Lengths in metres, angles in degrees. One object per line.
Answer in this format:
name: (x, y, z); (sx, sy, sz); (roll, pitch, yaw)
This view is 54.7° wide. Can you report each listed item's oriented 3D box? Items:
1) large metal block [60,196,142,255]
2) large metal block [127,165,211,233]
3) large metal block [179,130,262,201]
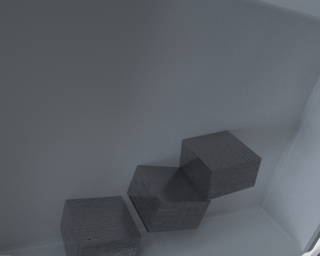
large metal block: (-0.082, 0.139, 0.414); (0.081, 0.080, 0.050); (3, 117, -30)
large metal block: (0.010, 0.098, 0.439); (0.081, 0.080, 0.050); (7, 115, -32)
large metal block: (0.084, 0.051, 0.450); (0.081, 0.080, 0.050); (-11, 123, -23)
